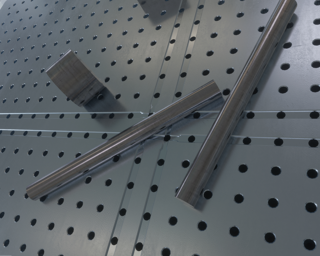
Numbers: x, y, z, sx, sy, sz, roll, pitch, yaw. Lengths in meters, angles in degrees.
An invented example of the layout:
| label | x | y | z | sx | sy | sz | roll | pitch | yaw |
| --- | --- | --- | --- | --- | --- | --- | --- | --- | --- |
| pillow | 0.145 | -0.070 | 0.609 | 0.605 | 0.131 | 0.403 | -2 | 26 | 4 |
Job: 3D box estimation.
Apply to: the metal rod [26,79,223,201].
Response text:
| label | x | y | z | sx | sy | sz | roll | pitch | yaw |
| --- | --- | --- | --- | --- | --- | --- | --- | --- | --- |
| metal rod | -0.054 | 0.021 | 0.424 | 0.300 | 0.025 | 0.025 | -29 | 52 | 9 |

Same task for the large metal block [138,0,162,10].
| label | x | y | z | sx | sy | sz | roll | pitch | yaw |
| --- | --- | --- | --- | --- | --- | --- | --- | --- | --- |
| large metal block | -0.012 | -0.278 | 0.569 | 0.080 | 0.050 | 0.080 | -21 | 54 | 15 |

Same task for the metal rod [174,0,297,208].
| label | x | y | z | sx | sy | sz | roll | pitch | yaw |
| --- | --- | --- | --- | --- | --- | --- | --- | --- | --- |
| metal rod | 0.100 | -0.043 | 0.381 | 0.025 | 0.025 | 0.300 | 20 | 72 | 35 |

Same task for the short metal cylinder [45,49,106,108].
| label | x | y | z | sx | sy | sz | roll | pitch | yaw |
| --- | --- | --- | --- | --- | --- | --- | --- | --- | --- |
| short metal cylinder | -0.133 | -0.079 | 0.491 | 0.050 | 0.080 | 0.080 | -42 | 51 | 0 |
